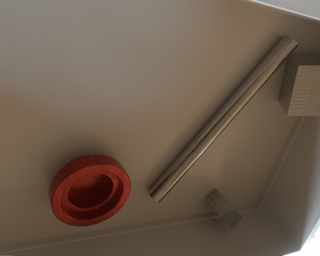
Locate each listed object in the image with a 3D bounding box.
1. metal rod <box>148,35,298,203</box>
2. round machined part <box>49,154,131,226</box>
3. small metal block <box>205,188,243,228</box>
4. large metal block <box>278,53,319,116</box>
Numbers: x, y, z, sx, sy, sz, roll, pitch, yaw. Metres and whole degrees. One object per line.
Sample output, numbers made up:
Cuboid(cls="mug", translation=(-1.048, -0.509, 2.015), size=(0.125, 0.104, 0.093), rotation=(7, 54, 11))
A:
Cuboid(cls="metal rod", translation=(0.088, -0.009, 0.452), size=(0.299, 0.025, 0.025), rotation=(-50, 129, 7))
Cuboid(cls="round machined part", translation=(-0.090, 0.074, 0.395), size=(0.099, 0.042, 0.097), rotation=(-14, 125, -21))
Cuboid(cls="small metal block", translation=(0.112, 0.140, 0.543), size=(0.025, 0.050, 0.050), rotation=(-42, 130, 0))
Cuboid(cls="large metal block", translation=(0.231, -0.065, 0.461), size=(0.080, 0.050, 0.079), rotation=(0, 122, 3))
